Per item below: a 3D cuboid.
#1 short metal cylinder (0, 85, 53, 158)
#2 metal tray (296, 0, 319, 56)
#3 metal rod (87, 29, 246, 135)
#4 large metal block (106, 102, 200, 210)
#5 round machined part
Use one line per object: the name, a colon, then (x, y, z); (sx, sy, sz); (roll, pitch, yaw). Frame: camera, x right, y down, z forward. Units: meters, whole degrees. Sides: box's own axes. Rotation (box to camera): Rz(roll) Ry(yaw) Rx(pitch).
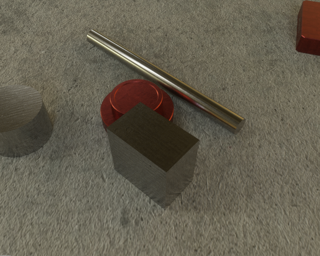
short metal cylinder: (-0.184, -0.010, 0.393); (0.081, 0.050, 0.080); (0, 50, 0)
metal tray: (0.296, -0.177, 0.553); (0.090, 0.030, 0.130); (14, 51, 11)
metal rod: (-0.006, -0.080, 0.470); (0.300, 0.025, 0.025); (35, 58, 25)
large metal block: (-0.008, 0.031, 0.341); (0.080, 0.080, 0.050); (34, 58, 25)
round machined part: (-0.030, -0.028, 0.415); (0.099, 0.042, 0.098); (0, 50, 0)
